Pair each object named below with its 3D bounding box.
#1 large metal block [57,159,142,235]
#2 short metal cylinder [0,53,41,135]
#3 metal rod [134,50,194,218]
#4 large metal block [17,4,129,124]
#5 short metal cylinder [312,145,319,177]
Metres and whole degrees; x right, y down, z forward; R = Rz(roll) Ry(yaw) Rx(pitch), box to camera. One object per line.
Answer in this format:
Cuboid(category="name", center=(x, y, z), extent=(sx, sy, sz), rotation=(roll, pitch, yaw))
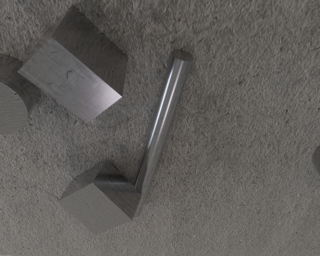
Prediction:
Cuboid(category="large metal block", center=(-0.088, 0.105, 0.463), extent=(0.080, 0.050, 0.080), rotation=(-31, 110, 30))
Cuboid(category="short metal cylinder", center=(-0.186, -0.038, 0.356), extent=(0.081, 0.050, 0.079), rotation=(0, 130, 0))
Cuboid(category="metal rod", center=(-0.010, 0.031, 0.433), extent=(0.025, 0.025, 0.298), rotation=(10, 130, -9))
Cuboid(category="large metal block", center=(-0.081, -0.066, 0.315), extent=(0.050, 0.080, 0.080), rotation=(-34, 123, 25))
Cuboid(category="short metal cylinder", center=(0.267, 0.054, 0.439), extent=(0.081, 0.050, 0.079), rotation=(0, 130, 0))
